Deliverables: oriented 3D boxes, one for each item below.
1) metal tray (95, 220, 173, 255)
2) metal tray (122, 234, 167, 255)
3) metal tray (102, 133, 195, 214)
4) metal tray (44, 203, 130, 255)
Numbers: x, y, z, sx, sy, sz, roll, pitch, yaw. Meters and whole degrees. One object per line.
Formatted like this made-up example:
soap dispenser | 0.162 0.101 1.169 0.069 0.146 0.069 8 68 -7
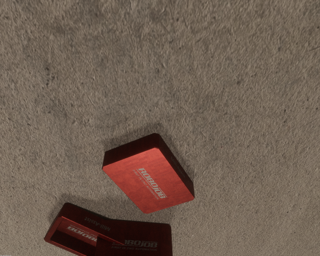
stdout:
metal tray | -0.045 0.211 0.540 0.131 0.090 0.030 7 132 -9
metal tray | -0.040 0.271 0.601 0.091 0.030 0.129 -22 140 -34
metal tray | -0.014 0.073 0.466 0.090 0.030 0.130 -22 127 17
metal tray | -0.129 0.194 0.552 0.131 0.030 0.089 29 125 -12
